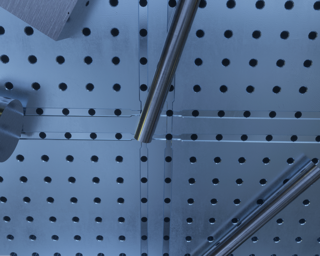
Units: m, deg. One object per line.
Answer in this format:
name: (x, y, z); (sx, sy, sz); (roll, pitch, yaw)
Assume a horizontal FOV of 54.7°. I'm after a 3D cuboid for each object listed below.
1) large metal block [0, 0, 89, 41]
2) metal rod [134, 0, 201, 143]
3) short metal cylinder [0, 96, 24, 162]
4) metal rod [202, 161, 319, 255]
large metal block: (-0.125, -0.155, 0.342); (0.080, 0.050, 0.080); (32, 107, -11)
metal rod: (0.023, -0.118, 0.369); (0.025, 0.025, 0.298); (17, 109, -6)
short metal cylinder: (-0.210, -0.002, 0.381); (0.050, 0.080, 0.079); (12, 110, -5)
metal rod: (0.124, 0.161, 0.473); (0.025, 0.025, 0.299); (39, 105, -13)
